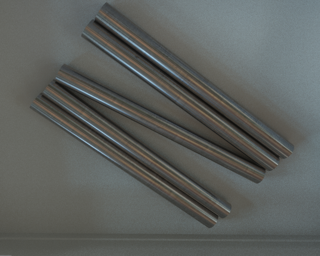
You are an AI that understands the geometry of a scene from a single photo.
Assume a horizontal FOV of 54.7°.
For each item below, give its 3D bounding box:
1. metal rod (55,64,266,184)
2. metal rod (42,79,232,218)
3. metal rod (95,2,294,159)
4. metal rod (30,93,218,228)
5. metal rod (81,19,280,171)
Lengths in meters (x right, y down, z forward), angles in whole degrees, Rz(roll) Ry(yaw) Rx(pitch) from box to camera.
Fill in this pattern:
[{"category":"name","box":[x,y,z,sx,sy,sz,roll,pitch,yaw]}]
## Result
[{"category":"metal rod","box":[0.008,-0.001,0.410,0.301,0.025,0.025,27,108,-10]},{"category":"metal rod","box":[-0.022,0.035,0.423,0.301,0.025,0.025,36,106,-13]},{"category":"metal rod","box":[0.052,-0.052,0.391,0.301,0.025,0.025,35,106,-12]},{"category":"metal rod","box":[-0.040,0.051,0.428,0.301,0.025,0.025,36,106,-13]},{"category":"metal rod","box":[0.035,-0.034,0.397,0.301,0.025,0.025,35,106,-12]}]
